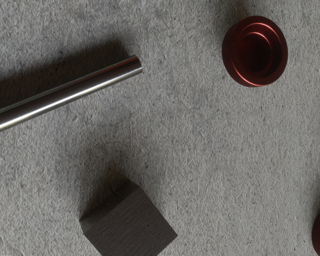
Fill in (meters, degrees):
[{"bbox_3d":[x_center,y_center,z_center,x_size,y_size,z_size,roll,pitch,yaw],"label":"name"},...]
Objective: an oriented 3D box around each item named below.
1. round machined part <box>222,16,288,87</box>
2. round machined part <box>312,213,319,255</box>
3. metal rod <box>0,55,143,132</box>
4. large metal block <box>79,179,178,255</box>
[{"bbox_3d":[0.132,-0.107,0.449,0.099,0.042,0.097,0,90,-20],"label":"round machined part"},{"bbox_3d":[0.306,0.180,0.514,0.099,0.042,0.097,0,90,-20],"label":"round machined part"},{"bbox_3d":[-0.157,-0.019,0.351,0.302,0.025,0.025,-26,99,-18],"label":"metal rod"},{"bbox_3d":[-0.039,0.124,0.382,0.080,0.050,0.080,-39,103,-16],"label":"large metal block"}]
